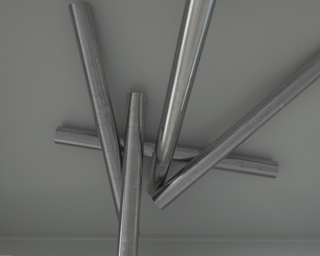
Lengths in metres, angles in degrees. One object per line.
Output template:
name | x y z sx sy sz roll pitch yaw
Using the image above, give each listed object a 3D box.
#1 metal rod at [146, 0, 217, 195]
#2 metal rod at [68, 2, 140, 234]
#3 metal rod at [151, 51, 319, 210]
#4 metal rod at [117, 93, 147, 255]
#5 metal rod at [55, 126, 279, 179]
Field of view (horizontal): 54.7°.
metal rod | 0.016 -0.020 0.338 0.025 0.025 0.298 9 133 -3
metal rod | -0.066 0.001 0.387 0.025 0.025 0.298 -10 101 3
metal rod | 0.109 -0.001 0.393 0.300 0.025 0.025 -41 105 6
metal rod | -0.037 0.105 0.377 0.025 0.025 0.298 3 82 -1
metal rod | 0.012 0.034 0.423 0.302 0.025 0.025 9 110 -4
